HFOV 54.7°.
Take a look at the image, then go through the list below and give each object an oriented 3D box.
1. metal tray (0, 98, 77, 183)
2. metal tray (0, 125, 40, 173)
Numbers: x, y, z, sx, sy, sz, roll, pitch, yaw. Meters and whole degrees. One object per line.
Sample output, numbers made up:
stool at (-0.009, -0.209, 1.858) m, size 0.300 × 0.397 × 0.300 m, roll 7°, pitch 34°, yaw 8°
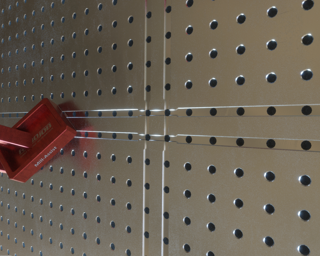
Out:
metal tray at (-0.221, 0.020, 0.546) m, size 0.130 × 0.030 × 0.090 m, roll -43°, pitch 61°, yaw -1°
metal tray at (-0.283, 0.046, 0.582) m, size 0.129 × 0.091 × 0.030 m, roll -37°, pitch 44°, yaw 42°
